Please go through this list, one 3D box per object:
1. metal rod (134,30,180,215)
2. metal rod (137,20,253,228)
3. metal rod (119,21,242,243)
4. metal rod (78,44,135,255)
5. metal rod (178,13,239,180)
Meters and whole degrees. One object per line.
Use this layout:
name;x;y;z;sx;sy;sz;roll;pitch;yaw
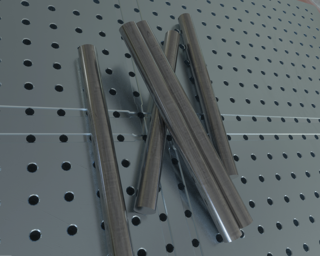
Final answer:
metal rod;0.002;-0.030;0.429;0.025;0.025;0.300;21;54;-17
metal rod;0.039;-0.010;0.411;0.025;0.025;0.299;-22;81;-36
metal rod;0.023;0.000;0.393;0.025;0.025;0.299;-22;83;-36
metal rod;-0.064;0.027;0.358;0.025;0.025;0.299;0;62;-29
metal rod;0.069;-0.064;0.486;0.025;0.025;0.299;4;60;-27
